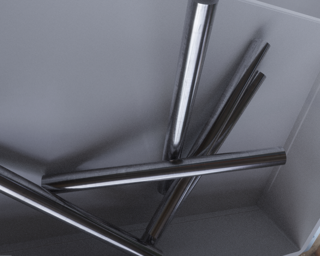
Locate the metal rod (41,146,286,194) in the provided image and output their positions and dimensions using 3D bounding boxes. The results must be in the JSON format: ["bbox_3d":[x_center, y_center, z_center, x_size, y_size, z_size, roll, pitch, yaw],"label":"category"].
[{"bbox_3d":[0.009,0.053,0.390,0.302,0.025,0.025,-6,123,-5],"label":"metal rod"}]

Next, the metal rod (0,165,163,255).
[{"bbox_3d":[-0.111,0.102,0.371,0.301,0.025,0.025,38,97,-27],"label":"metal rod"}]

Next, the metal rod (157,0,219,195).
[{"bbox_3d":[0.022,-0.007,0.364,0.025,0.025,0.298,-15,142,-20],"label":"metal rod"}]

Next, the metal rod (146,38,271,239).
[{"bbox_3d":[0.064,0.016,0.423,0.025,0.025,0.299,27,94,-38],"label":"metal rod"}]

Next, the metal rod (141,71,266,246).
[{"bbox_3d":[0.060,0.048,0.449,0.025,0.025,0.299,30,94,-38],"label":"metal rod"}]
